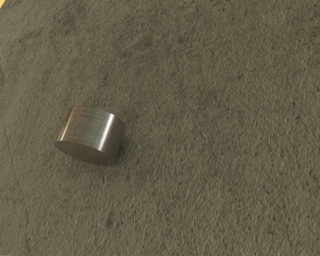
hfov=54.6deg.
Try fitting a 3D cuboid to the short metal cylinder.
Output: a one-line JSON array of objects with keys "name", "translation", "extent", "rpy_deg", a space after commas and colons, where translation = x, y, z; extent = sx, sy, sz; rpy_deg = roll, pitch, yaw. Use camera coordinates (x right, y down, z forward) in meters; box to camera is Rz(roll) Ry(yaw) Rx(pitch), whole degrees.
[{"name": "short metal cylinder", "translation": [-0.091, 0.012, 0.410], "extent": [0.080, 0.080, 0.050], "rpy_deg": [1, 63, 29]}]
